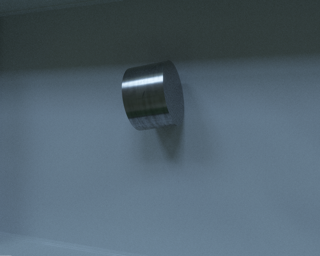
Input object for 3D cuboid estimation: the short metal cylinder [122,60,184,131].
[{"bbox_3d":[-0.006,-0.039,0.383,0.050,0.080,0.080,-7,88,20],"label":"short metal cylinder"}]
